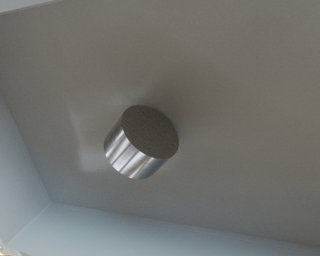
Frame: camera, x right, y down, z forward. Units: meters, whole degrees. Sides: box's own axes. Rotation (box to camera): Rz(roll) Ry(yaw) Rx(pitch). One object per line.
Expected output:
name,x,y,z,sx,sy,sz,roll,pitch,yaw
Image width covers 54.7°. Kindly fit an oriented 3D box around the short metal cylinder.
short metal cylinder,-0.023,0.018,0.392,0.080,0.080,0.050,41,129,-1
